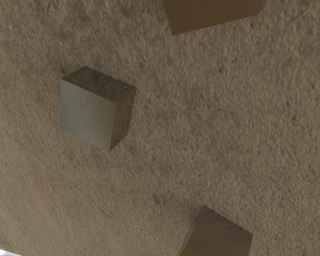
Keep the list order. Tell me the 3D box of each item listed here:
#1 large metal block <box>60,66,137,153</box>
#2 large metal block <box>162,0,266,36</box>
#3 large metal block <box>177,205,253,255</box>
[{"bbox_3d":[-0.085,-0.026,0.418,0.080,0.050,0.079,24,127,13],"label":"large metal block"},{"bbox_3d":[0.045,-0.138,0.281,0.080,0.050,0.080,-5,116,30],"label":"large metal block"},{"bbox_3d":[0.076,0.171,0.436,0.080,0.080,0.050,30,128,9],"label":"large metal block"}]
